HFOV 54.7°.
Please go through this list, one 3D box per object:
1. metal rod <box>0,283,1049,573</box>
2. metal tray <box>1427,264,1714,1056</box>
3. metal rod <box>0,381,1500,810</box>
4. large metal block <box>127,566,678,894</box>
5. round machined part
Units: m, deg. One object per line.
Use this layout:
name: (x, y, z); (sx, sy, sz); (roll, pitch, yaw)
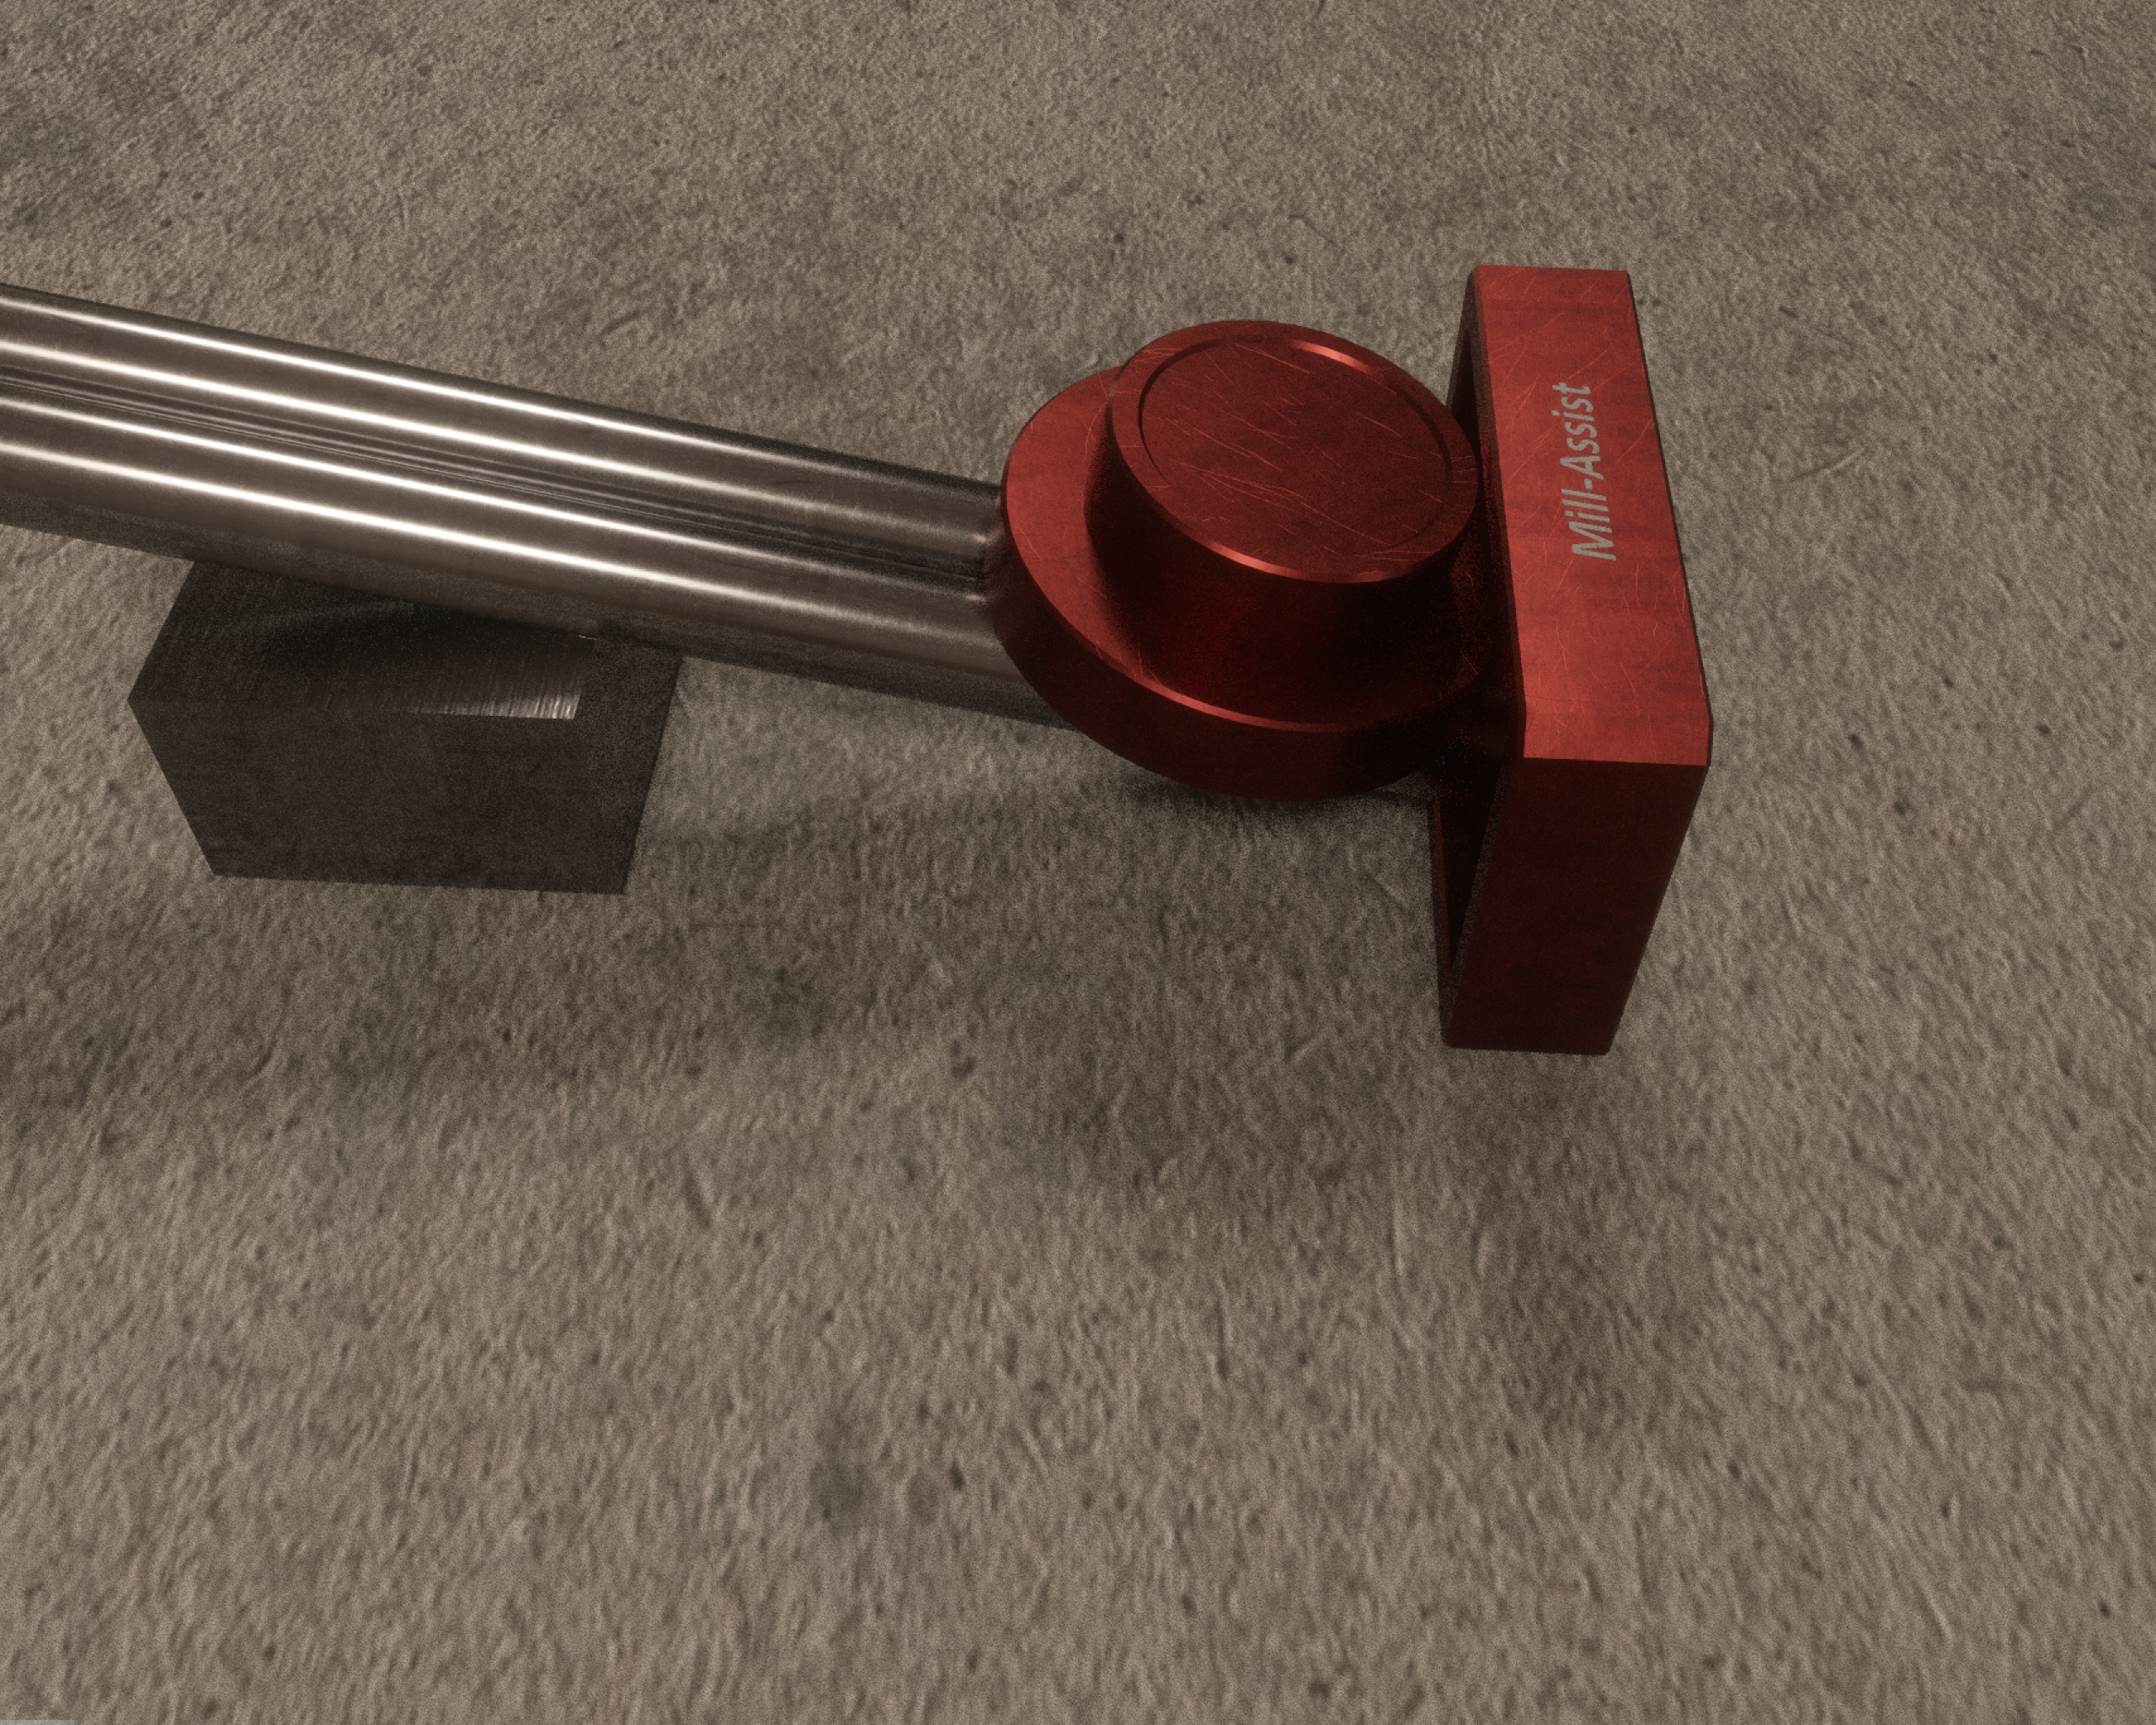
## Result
metal rod: (-0.064, -0.070, 0.404); (0.302, 0.025, 0.025); (10, 50, -9)
metal tray: (0.087, -0.040, 0.396); (0.030, 0.089, 0.130); (3, 50, 2)
metal rod: (-0.066, -0.050, 0.387); (0.302, 0.025, 0.025); (10, 50, -8)
large metal block: (-0.128, -0.042, 0.417); (0.080, 0.050, 0.080); (3, 50, 2)
round machined part: (0.035, -0.062, 0.383); (0.099, 0.042, 0.098); (7, 52, -9)
